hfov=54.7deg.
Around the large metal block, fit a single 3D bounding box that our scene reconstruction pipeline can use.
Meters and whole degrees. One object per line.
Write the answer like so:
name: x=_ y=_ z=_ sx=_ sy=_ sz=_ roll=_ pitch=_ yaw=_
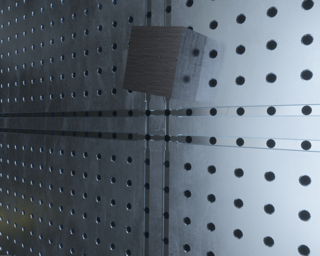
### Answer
large metal block: x=0.005 y=-0.081 z=0.387 sx=0.080 sy=0.050 sz=0.079 roll=16 pitch=100 yaw=38
